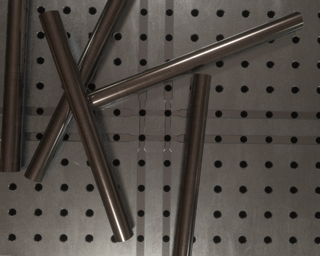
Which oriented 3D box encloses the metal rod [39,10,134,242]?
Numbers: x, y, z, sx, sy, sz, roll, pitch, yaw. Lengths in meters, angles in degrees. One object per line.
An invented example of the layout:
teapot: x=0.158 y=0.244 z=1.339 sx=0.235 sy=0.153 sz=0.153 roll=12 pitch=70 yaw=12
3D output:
metal rod: x=-0.090 y=0.004 z=0.393 sx=0.025 sy=0.025 sz=0.298 roll=-17 pitch=98 yaw=0

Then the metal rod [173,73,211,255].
metal rod: x=0.040 y=0.078 z=0.413 sx=0.025 sy=0.025 sz=0.298 roll=6 pitch=90 yaw=-1

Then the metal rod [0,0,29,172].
metal rod: x=-0.191 y=-0.092 z=0.410 sx=0.025 sy=0.025 sz=0.298 roll=3 pitch=90 yaw=-1

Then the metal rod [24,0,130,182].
metal rod: x=-0.104 y=-0.068 z=0.411 sx=0.025 sy=0.025 sz=0.299 roll=25 pitch=90 yaw=-1

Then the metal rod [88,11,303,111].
metal rod: x=0.045 y=-0.089 z=0.413 sx=0.301 sy=0.025 sz=0.025 roll=-22 pitch=90 yaw=-1
